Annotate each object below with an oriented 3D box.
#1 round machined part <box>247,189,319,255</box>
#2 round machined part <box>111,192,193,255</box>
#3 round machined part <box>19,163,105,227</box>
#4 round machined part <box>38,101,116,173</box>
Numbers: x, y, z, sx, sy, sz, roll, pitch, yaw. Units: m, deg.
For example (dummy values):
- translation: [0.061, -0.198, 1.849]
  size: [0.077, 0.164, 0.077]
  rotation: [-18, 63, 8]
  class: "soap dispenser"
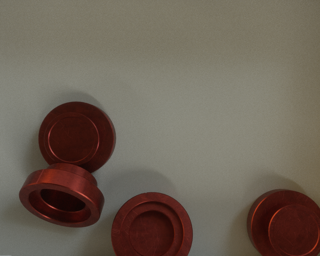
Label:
- translation: [0.167, 0.130, 0.399]
  size: [0.099, 0.042, 0.097]
  rotation: [0, 84, -1]
  class: "round machined part"
- translation: [-0.011, 0.134, 0.392]
  size: [0.099, 0.042, 0.098]
  rotation: [2, 67, -4]
  class: "round machined part"
- translation: [-0.117, 0.080, 0.385]
  size: [0.099, 0.042, 0.097]
  rotation: [5, 135, 6]
  class: "round machined part"
- translation: [-0.109, 0.014, 0.402]
  size: [0.099, 0.042, 0.097]
  rotation: [0, 90, 0]
  class: "round machined part"
